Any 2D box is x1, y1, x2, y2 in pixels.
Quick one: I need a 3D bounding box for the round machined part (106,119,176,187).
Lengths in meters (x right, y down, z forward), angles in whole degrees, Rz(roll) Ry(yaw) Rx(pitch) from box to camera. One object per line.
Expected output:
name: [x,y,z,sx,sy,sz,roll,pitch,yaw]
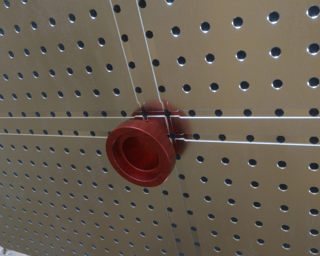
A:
round machined part: [-0.023,0.031,0.432,0.098,0.042,0.097,13,124,21]
